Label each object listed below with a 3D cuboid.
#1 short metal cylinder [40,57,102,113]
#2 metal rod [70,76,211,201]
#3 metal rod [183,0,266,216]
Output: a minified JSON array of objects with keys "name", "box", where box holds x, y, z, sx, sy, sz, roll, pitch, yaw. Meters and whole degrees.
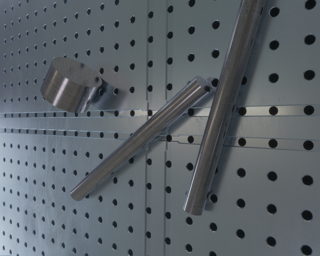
[{"name":"short metal cylinder","box":[-0.139,-0.068,0.489,0.080,0.081,0.050,48,119,29]},{"name":"metal rod","box":[-0.044,0.030,0.446,0.299,0.025,0.025,-41,65,32]},{"name":"metal rod","box":[0.076,-0.042,0.346,0.025,0.025,0.298,23,104,37]}]
